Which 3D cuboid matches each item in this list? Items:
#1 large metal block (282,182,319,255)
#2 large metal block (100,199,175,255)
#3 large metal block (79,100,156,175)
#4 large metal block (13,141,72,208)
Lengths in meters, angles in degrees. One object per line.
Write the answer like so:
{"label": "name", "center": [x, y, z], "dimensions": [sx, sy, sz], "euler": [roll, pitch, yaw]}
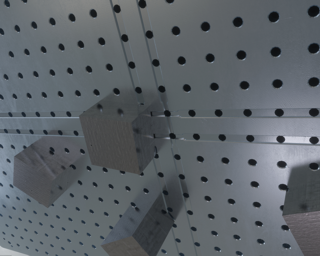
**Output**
{"label": "large metal block", "center": [0.200, 0.109, 0.357], "dimensions": [0.080, 0.050, 0.080], "euler": [-21, 107, 36]}
{"label": "large metal block", "center": [-0.035, 0.170, 0.500], "dimensions": [0.080, 0.080, 0.050], "euler": [-31, 101, 38]}
{"label": "large metal block", "center": [-0.057, 0.011, 0.433], "dimensions": [0.080, 0.050, 0.080], "euler": [7, 122, 24]}
{"label": "large metal block", "center": [-0.214, 0.085, 0.562], "dimensions": [0.080, 0.050, 0.079], "euler": [30, 128, 9]}
